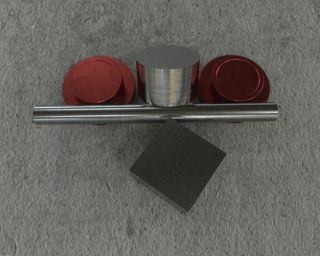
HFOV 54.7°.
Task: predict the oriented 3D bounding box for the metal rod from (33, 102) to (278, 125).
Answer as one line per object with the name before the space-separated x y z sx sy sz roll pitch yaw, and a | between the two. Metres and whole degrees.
metal rod | -0.005 -0.019 0.394 0.302 0.025 0.025 -1 70 -1

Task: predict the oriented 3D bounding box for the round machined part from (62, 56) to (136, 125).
round machined part | -0.083 -0.056 0.420 0.099 0.042 0.098 0 70 0

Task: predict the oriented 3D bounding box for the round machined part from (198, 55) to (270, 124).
round machined part | 0.102 -0.059 0.423 0.099 0.042 0.098 0 70 0

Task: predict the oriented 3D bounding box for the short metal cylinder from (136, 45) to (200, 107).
short metal cylinder | 0.010 -0.069 0.402 0.080 0.050 0.080 0 35 0

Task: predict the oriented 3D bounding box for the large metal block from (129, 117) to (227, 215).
large metal block | 0.021 0.047 0.377 0.080 0.050 0.080 34 73 11
